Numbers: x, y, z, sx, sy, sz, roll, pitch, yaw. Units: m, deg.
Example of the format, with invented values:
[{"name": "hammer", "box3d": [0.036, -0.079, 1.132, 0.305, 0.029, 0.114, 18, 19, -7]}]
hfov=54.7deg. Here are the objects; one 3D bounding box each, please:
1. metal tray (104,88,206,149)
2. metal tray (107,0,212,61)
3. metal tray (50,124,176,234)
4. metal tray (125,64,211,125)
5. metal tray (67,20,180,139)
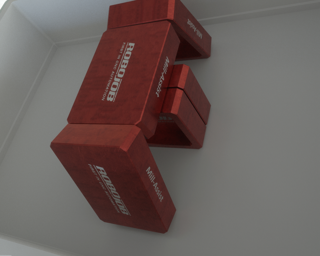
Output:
[{"name": "metal tray", "box3d": [-0.020, -0.009, 0.379, 0.130, 0.090, 0.030, 1, 62, 28]}, {"name": "metal tray", "box3d": [0.004, -0.124, 0.410, 0.090, 0.131, 0.030, 1, 83, 28]}, {"name": "metal tray", "box3d": [-0.044, 0.055, 0.324, 0.090, 0.129, 0.030, 1, 41, 28]}, {"name": "metal tray", "box3d": [-0.012, -0.037, 0.391, 0.130, 0.090, 0.030, 1, 62, 28]}, {"name": "metal tray", "box3d": [-0.037, -0.054, 0.337, 0.090, 0.030, 0.130, 1, 62, 28]}]
